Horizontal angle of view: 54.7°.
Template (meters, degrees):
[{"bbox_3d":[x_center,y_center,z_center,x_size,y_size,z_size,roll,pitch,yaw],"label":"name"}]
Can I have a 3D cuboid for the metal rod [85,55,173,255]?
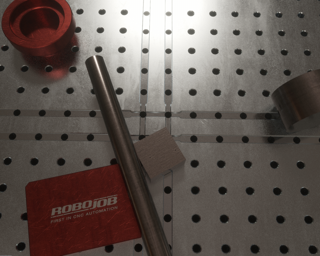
[{"bbox_3d":[-0.036,0.043,0.363,0.025,0.025,0.299,-19,71,-7],"label":"metal rod"}]

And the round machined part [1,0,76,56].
[{"bbox_3d":[-0.173,-0.147,0.454,0.099,0.042,0.098,0,70,-1],"label":"round machined part"}]

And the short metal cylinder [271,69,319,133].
[{"bbox_3d":[0.192,-0.033,0.397,0.081,0.080,0.050,-15,71,-6],"label":"short metal cylinder"}]

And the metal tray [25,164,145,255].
[{"bbox_3d":[-0.087,0.098,0.372,0.131,0.030,0.090,-11,71,-5],"label":"metal tray"}]

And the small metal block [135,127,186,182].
[{"bbox_3d":[-0.002,0.034,0.399,0.050,0.025,0.050,-28,73,-10],"label":"small metal block"}]
